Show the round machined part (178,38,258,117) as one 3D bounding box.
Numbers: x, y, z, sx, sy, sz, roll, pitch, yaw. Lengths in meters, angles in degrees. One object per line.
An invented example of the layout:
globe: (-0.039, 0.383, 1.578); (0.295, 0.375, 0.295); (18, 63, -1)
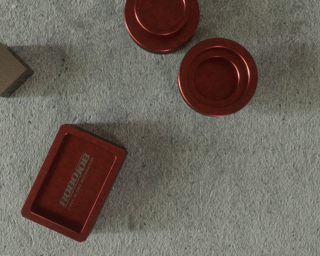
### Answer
round machined part: (0.072, -0.063, 0.402); (0.099, 0.042, 0.097); (0, 90, -1)

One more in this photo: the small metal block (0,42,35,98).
small metal block: (-0.206, -0.076, 0.407); (0.050, 0.025, 0.050); (-45, 91, 0)

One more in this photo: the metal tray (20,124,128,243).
metal tray: (-0.110, 0.070, 0.406); (0.090, 0.030, 0.129); (25, 90, -1)

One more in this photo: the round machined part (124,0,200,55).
round machined part: (0.003, -0.148, 0.401); (0.099, 0.042, 0.097); (0, 90, -1)
